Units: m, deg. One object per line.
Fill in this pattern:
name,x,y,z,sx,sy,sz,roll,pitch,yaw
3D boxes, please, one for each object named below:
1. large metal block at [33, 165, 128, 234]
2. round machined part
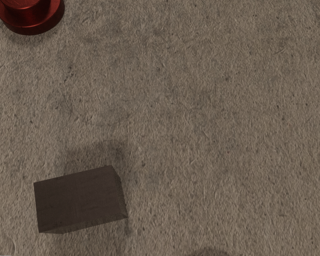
large metal block,-0.084,0.083,0.348,0.081,0.080,0.050,-13,71,-5
round machined part,-0.199,-0.193,0.467,0.099,0.042,0.098,0,70,-1
